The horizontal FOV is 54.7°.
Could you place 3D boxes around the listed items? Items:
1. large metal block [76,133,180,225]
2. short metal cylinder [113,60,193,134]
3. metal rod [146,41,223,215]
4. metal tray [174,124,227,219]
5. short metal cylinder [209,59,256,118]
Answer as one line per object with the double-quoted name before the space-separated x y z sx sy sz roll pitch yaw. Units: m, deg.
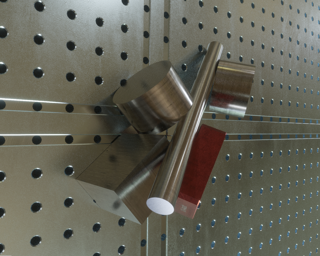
"large metal block" -0.033 0.052 0.347 0.080 0.080 0.050 -47 119 -30
"short metal cylinder" -0.008 -0.036 0.368 0.080 0.080 0.050 -51 121 -28
"metal rod" 0.043 -0.028 0.378 0.025 0.025 0.301 54 37 -26
"metal tray" 0.047 0.061 0.396 0.130 0.030 0.090 83 31 -67
"short metal cylinder" 0.107 -0.058 0.459 0.080 0.050 0.080 12 91 -78
